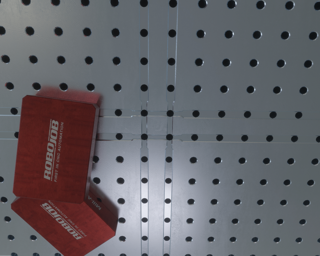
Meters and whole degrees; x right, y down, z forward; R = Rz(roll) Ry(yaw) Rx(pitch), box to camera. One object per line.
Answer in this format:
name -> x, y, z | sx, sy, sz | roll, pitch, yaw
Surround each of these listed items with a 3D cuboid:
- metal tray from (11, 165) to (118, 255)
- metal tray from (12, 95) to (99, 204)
metal tray -> -0.137, 0.127, 0.456 | 0.090, 0.030, 0.130 | -36, 106, 12
metal tray -> -0.134, 0.027, 0.403 | 0.091, 0.030, 0.129 | 8, 95, -3
